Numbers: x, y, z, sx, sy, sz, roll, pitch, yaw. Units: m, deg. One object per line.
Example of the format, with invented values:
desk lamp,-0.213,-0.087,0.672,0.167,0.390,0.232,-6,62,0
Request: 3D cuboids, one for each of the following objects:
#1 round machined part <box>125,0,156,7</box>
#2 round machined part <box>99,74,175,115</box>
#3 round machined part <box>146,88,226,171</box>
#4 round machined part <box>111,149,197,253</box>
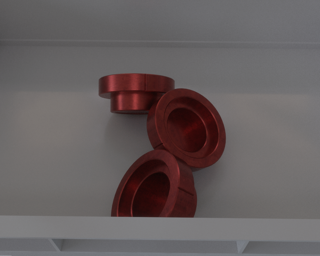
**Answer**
round machined part,-0.041,-0.286,0.636,0.099,0.042,0.098,0,50,0
round machined part,-0.030,-0.041,0.404,0.099,0.098,0.042,0,88,0
round machined part,0.027,0.005,0.370,0.099,0.042,0.098,13,63,-27
round machined part,-0.002,0.074,0.309,0.042,0.098,0.098,33,41,-32
